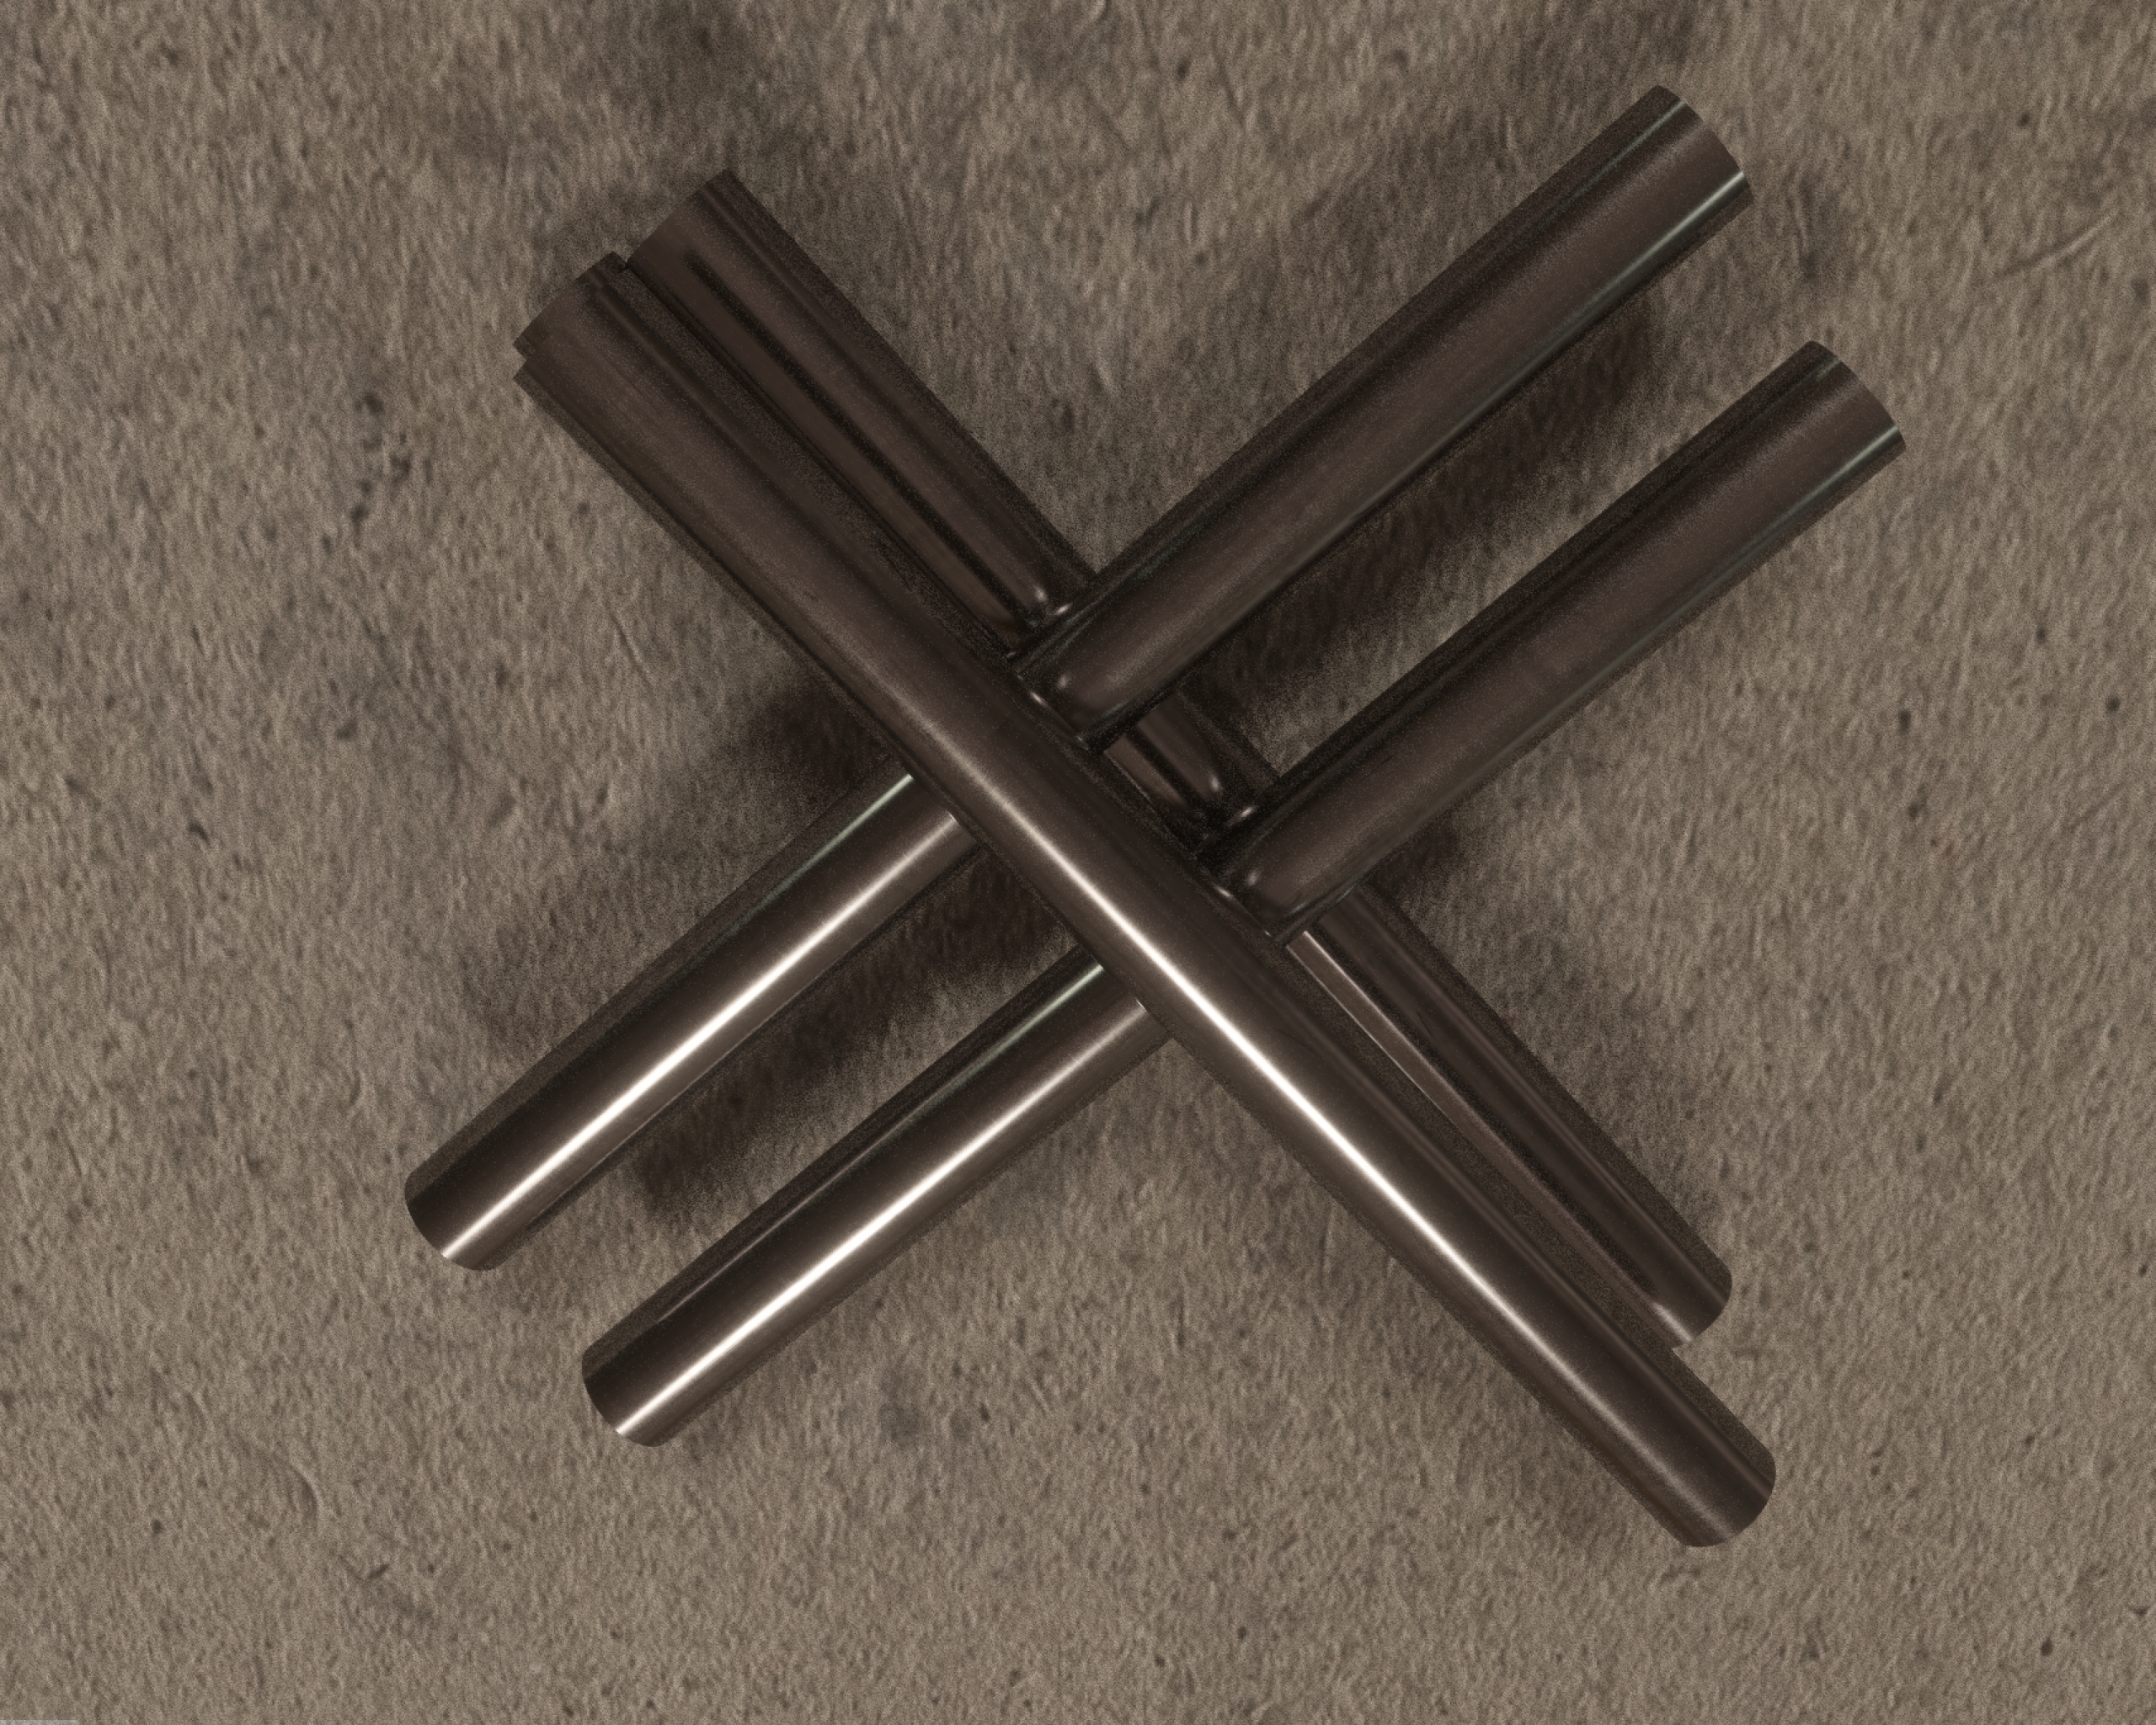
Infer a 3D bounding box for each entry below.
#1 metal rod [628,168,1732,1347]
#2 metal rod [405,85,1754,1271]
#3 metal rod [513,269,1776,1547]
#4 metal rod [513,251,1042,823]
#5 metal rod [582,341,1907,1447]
[{"bbox_3d":[0.029,-0.010,0.408,0.025,0.025,0.300,-40,106,13],"label":"metal rod"},{"bbox_3d":[-0.010,-0.024,0.375,0.300,0.025,0.025,-40,106,13],"label":"metal rod"},{"bbox_3d":[0.023,0.019,0.365,0.025,0.025,0.300,-41,106,13],"label":"metal rod"},{"bbox_3d":[0.008,0.004,0.412,0.025,0.025,0.300,-40,106,13],"label":"metal rod"},{"bbox_3d":[0.021,0.014,0.390,0.300,0.025,0.025,-40,106,13],"label":"metal rod"}]
